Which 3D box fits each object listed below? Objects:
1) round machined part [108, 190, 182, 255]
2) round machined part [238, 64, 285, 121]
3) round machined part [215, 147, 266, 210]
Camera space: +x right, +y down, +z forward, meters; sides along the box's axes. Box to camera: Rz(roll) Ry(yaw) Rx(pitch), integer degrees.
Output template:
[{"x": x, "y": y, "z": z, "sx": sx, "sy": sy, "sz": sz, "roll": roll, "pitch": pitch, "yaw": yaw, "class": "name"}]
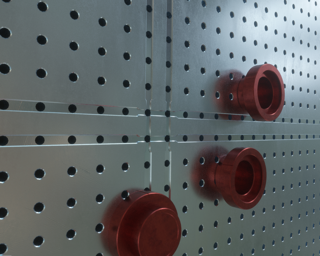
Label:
[{"x": -0.012, "y": 0.130, "z": 0.388, "sx": 0.099, "sy": 0.042, "sz": 0.097, "roll": 0, "pitch": 90, "yaw": -40, "class": "round machined part"}, {"x": 0.173, "y": -0.060, "z": 0.541, "sx": 0.099, "sy": 0.042, "sz": 0.097, "roll": 0, "pitch": 90, "yaw": -40, "class": "round machined part"}, {"x": 0.127, "y": 0.079, "z": 0.504, "sx": 0.099, "sy": 0.042, "sz": 0.097, "roll": 0, "pitch": 90, "yaw": -40, "class": "round machined part"}]
